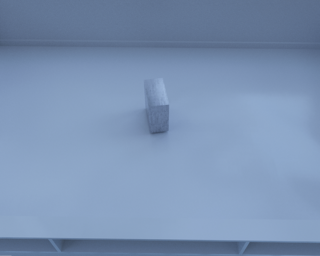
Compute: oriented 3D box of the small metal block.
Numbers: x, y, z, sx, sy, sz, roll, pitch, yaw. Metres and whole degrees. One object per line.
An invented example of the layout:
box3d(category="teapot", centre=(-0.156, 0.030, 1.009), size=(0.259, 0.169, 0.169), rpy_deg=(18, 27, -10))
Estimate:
box3d(category="small metal block", centre=(-0.005, -0.030, 0.409), size=(0.025, 0.050, 0.050), rpy_deg=(-7, 50, -5))
